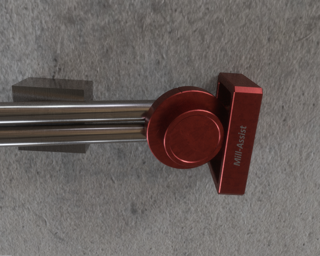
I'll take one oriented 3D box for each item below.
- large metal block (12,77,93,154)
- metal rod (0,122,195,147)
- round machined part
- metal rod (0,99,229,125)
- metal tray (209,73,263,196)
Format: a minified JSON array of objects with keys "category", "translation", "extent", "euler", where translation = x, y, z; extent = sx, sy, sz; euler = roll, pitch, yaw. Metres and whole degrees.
[{"category":"large metal block","translation":[-0.129,-0.017,0.386],"extent":[0.081,0.050,0.079],"euler":[3,110,-2]},{"category":"metal rod","translation":[-0.067,0.006,0.364],"extent":[0.302,0.025,0.025],"euler":[-2,111,-14]},{"category":"round machined part","translation":[0.034,0.005,0.352],"extent":[0.099,0.042,0.097],"euler":[-4,113,-10]},{"category":"metal rod","translation":[-0.065,-0.019,0.355],"extent":[0.302,0.025,0.025],"euler":[-2,111,-13]},{"category":"metal tray","translation":[0.087,0.004,0.379],"extent":[0.030,0.090,0.129],"euler":[3,110,-2]}]
